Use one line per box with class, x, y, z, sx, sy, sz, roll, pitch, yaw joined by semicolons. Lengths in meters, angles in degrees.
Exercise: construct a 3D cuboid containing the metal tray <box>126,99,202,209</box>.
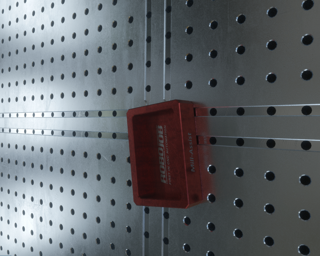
metal tray;0.003;0.034;0.401;0.090;0.030;0.129;-8;85;39
